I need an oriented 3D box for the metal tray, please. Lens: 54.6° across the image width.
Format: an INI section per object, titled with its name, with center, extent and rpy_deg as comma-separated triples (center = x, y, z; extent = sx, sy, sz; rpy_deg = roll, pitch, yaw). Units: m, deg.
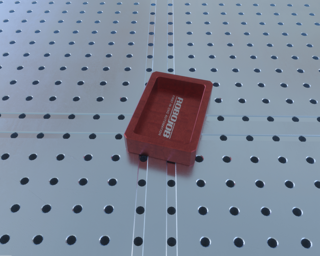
[metal tray]
center = 0.016, -0.018, 0.419
extent = 0.090, 0.030, 0.130
rpy_deg = 12, 51, 10
